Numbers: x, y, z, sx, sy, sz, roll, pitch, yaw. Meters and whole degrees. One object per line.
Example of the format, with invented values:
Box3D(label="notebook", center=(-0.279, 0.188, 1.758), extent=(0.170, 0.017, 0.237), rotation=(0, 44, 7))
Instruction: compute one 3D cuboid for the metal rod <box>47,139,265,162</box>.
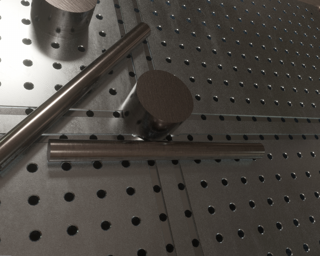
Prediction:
Box3D(label="metal rod", center=(0.016, 0.029, 0.400), extent=(0.303, 0.025, 0.025), rotation=(2, 61, -28))

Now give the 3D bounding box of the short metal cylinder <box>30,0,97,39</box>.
Box3D(label="short metal cylinder", center=(-0.132, -0.170, 0.425), extent=(0.081, 0.050, 0.080), rotation=(14, 56, -21))

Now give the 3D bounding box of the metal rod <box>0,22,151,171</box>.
Box3D(label="metal rod", center=(-0.094, -0.061, 0.395), extent=(0.025, 0.025, 0.301), rotation=(38, 51, -3))

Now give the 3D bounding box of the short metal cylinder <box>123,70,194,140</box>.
Box3D(label="short metal cylinder", center=(-0.003, -0.030, 0.410), extent=(0.081, 0.050, 0.080), rotation=(14, 56, -21))
